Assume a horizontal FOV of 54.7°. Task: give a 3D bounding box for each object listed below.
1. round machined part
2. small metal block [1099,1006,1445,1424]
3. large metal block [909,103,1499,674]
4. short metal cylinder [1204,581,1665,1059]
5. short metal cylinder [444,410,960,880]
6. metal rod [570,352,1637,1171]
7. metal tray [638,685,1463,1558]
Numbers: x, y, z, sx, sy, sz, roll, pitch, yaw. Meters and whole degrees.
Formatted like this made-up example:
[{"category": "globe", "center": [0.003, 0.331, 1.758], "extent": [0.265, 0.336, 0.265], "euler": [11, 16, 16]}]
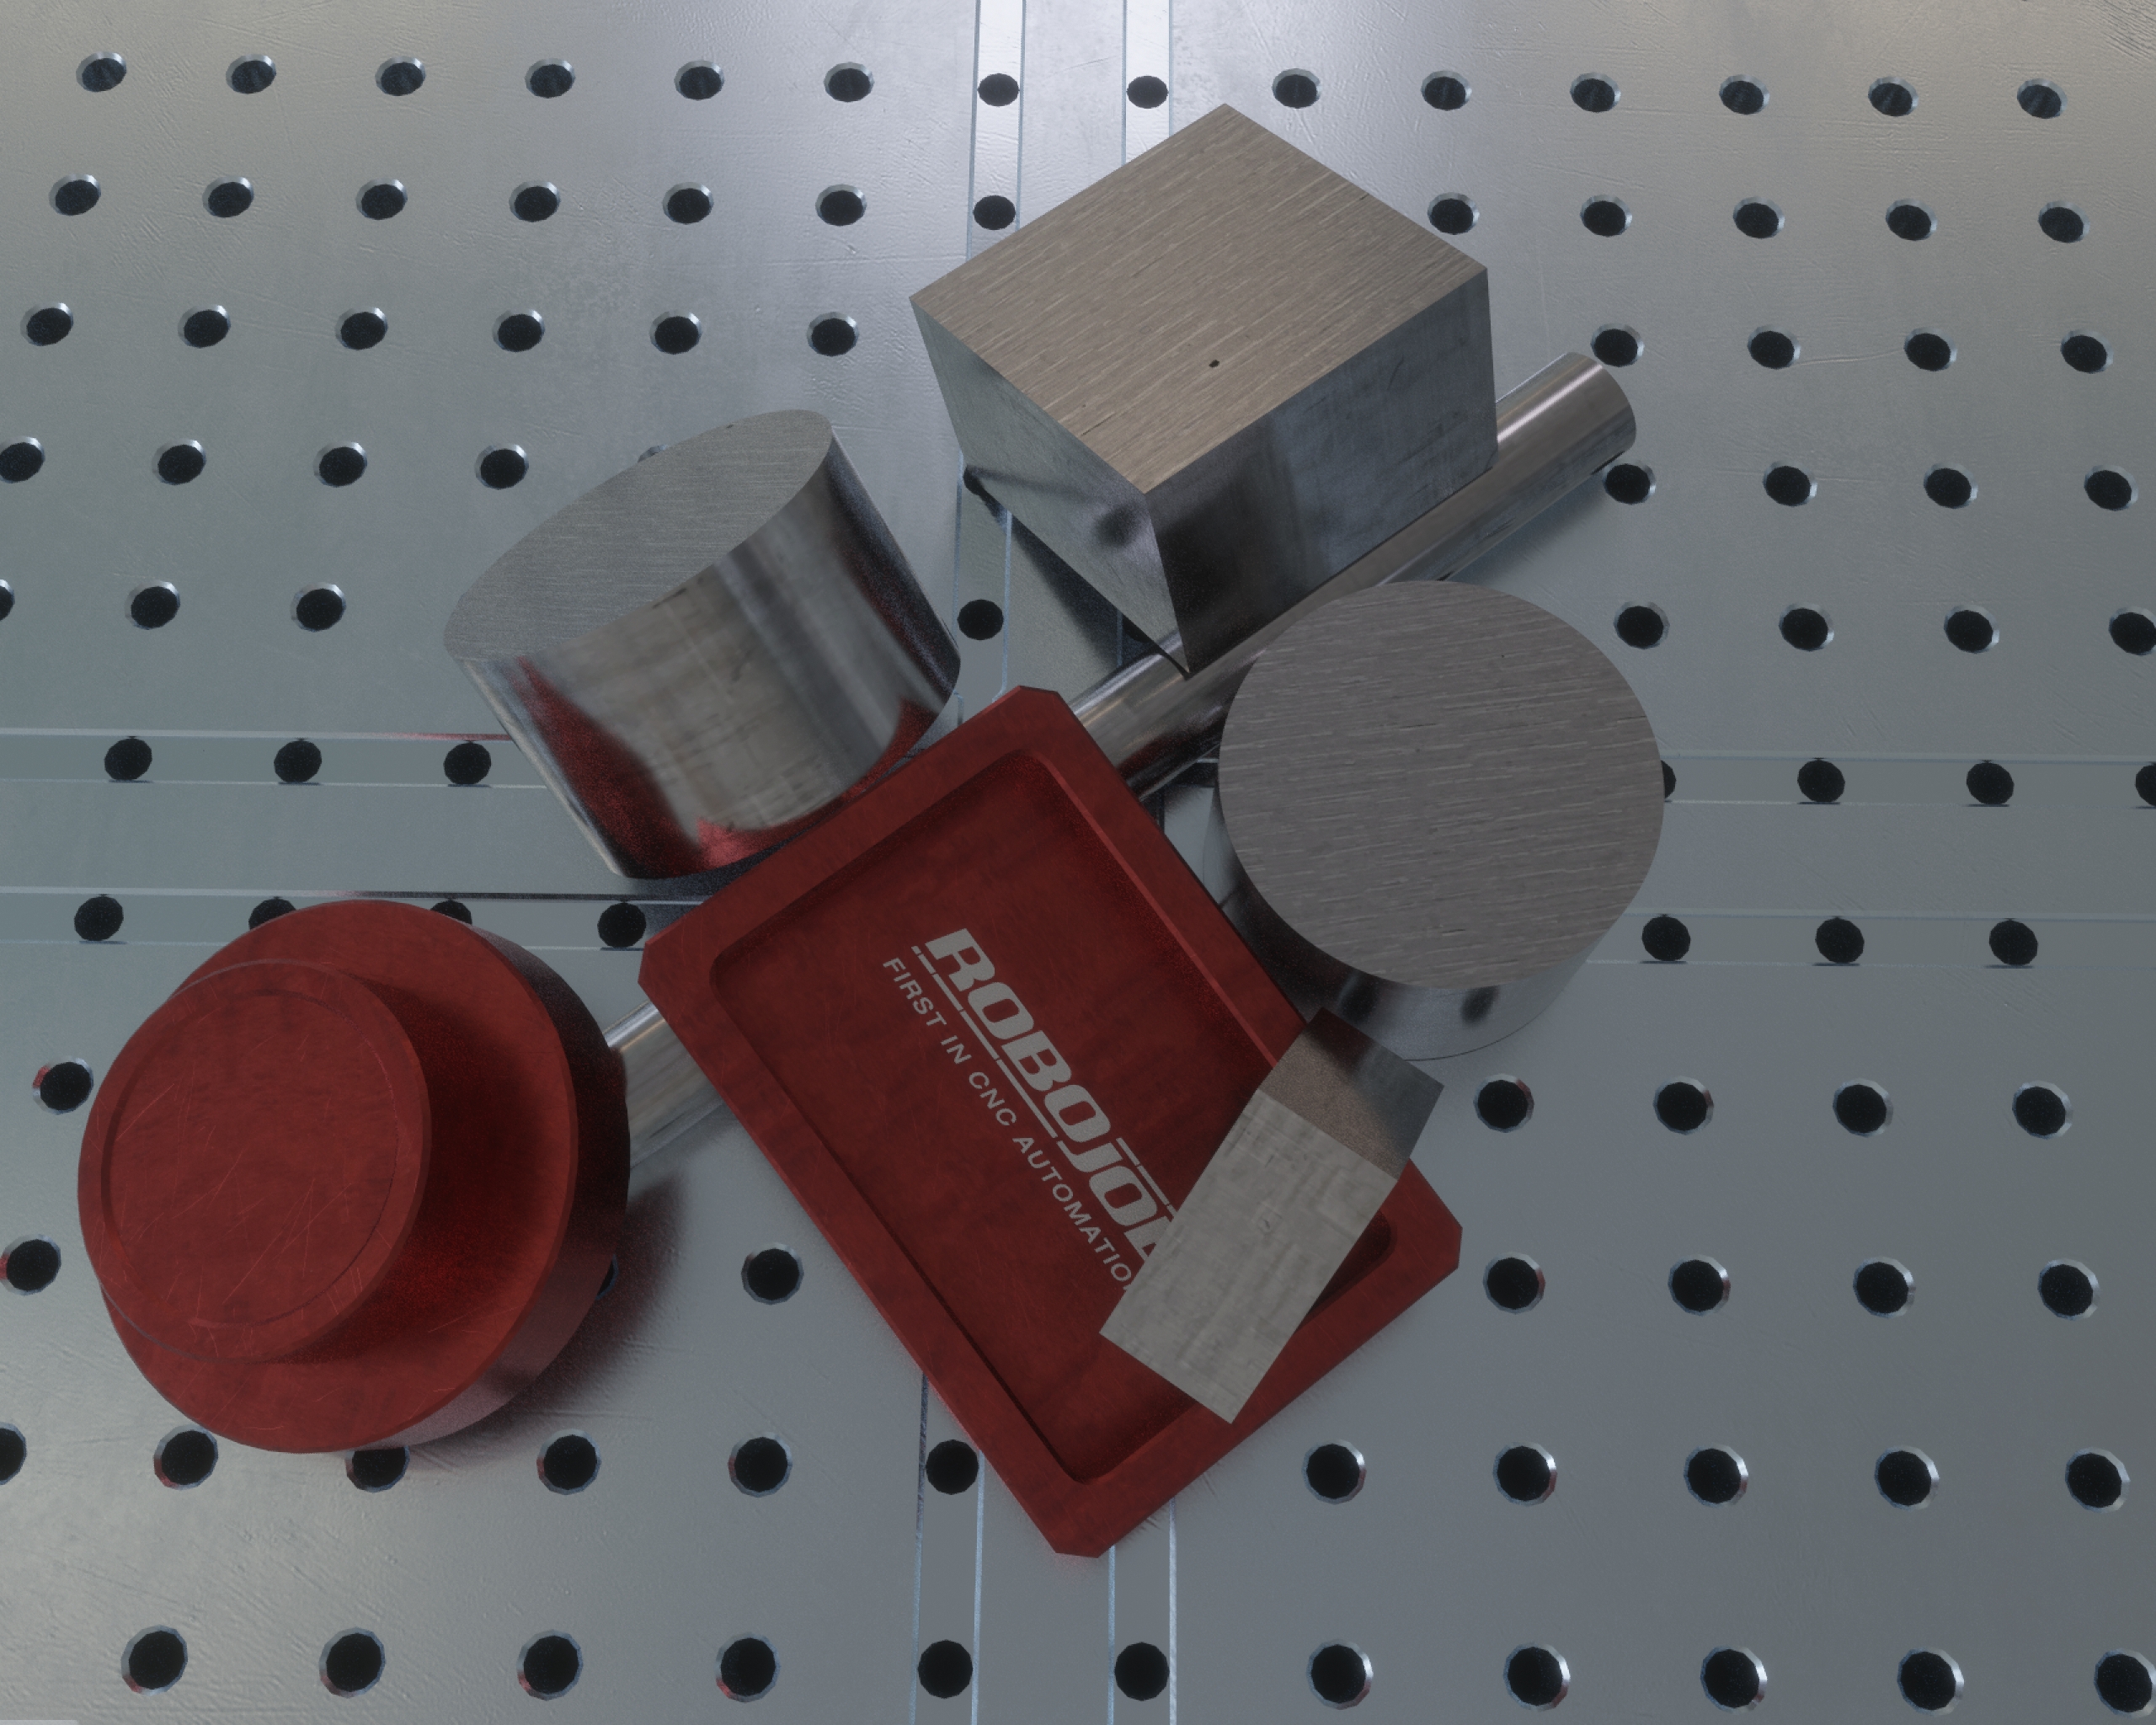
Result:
[{"category": "round machined part", "center": [-0.133, 0.054, 0.368], "extent": [0.098, 0.042, 0.098], "euler": [-4, 75, 15]}, {"category": "small metal block", "center": [0.033, 0.057, 0.347], "extent": [0.025, 0.050, 0.050], "euler": [33, 109, 9]}, {"category": "large metal block", "center": [0.026, -0.098, 0.422], "extent": [0.080, 0.050, 0.080], "euler": [-35, 54, -12]}, {"category": "short metal cylinder", "center": [0.066, -0.007, 0.401], "extent": [0.081, 0.050, 0.080], "euler": [0, 70, 0]}, {"category": "short metal cylinder", "center": [-0.069, -0.042, 0.391], "extent": [0.080, 0.050, 0.080], "euler": [-21, 31, 14]}, {"category": "metal rod", "center": [-0.008, -0.012, 0.418], "extent": [0.301, 0.025, 0.025], "euler": [-36, 74, -12]}, {"category": "metal tray", "center": [-0.005, 0.045, 0.377], "extent": [0.090, 0.030, 0.130], "euler": [-36, 87, -12]}]
